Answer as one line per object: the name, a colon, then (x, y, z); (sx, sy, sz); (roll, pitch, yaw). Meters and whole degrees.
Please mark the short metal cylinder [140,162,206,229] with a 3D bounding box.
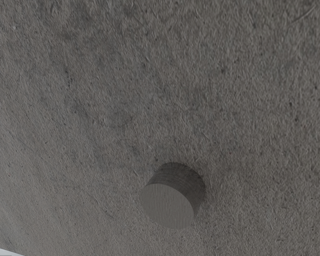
short metal cylinder: (0.019, 0.096, 0.441); (0.080, 0.050, 0.080); (13, 124, 21)
